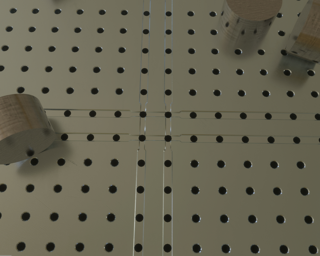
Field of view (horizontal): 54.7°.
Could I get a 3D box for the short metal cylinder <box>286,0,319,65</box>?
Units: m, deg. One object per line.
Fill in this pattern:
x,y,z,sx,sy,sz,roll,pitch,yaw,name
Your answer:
0.219,-0.135,0.435,0.050,0.080,0.080,22,71,7,short metal cylinder

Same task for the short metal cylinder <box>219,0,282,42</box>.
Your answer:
0.134,-0.177,0.465,0.081,0.050,0.080,0,70,0,short metal cylinder

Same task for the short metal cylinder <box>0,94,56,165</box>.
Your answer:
-0.177,0.002,0.380,0.080,0.080,0.050,-28,73,-10,short metal cylinder
